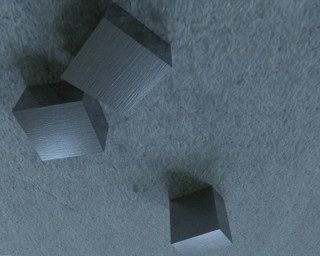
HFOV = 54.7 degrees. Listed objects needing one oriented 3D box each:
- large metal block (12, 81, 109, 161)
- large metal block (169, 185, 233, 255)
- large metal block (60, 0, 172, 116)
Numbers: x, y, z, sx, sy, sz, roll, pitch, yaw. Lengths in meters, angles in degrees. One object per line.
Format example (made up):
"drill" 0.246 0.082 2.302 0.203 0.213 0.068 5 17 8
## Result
"large metal block" -0.116 -0.010 0.381 0.080 0.050 0.080 -8 130 6
"large metal block" 0.064 0.151 0.501 0.080 0.080 0.050 -25 126 19
"large metal block" -0.044 -0.072 0.329 0.080 0.050 0.080 32 123 -25
